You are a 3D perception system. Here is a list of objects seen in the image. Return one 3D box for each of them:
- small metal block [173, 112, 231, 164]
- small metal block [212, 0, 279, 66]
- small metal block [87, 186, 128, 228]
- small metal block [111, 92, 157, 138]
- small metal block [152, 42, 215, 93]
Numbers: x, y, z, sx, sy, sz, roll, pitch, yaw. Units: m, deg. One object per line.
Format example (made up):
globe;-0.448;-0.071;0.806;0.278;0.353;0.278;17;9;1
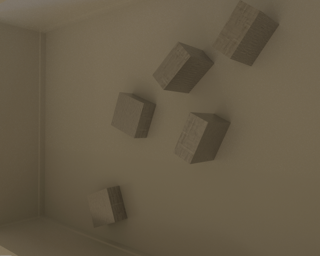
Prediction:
small metal block;0.048;0.011;0.350;0.025;0.050;0.050;33;110;35
small metal block;0.088;-0.095;0.317;0.025;0.050;0.050;45;117;30
small metal block;-0.081;0.120;0.471;0.050;0.025;0.050;-26;74;36
small metal block;-0.038;-0.018;0.436;0.050;0.025;0.050;27;107;36
small metal block;0.028;-0.069;0.366;0.050;0.050;0.025;-49;61;28
